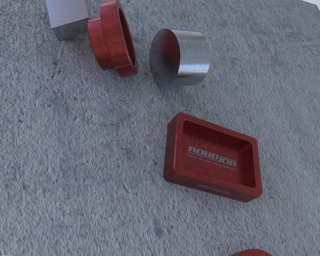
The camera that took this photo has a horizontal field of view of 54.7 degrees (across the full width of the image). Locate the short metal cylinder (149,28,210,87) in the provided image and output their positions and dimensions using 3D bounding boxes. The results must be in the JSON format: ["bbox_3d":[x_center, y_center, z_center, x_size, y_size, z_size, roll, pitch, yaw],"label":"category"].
[{"bbox_3d":[0.026,-0.100,0.446,0.050,0.080,0.080,-6,65,-32],"label":"short metal cylinder"}]

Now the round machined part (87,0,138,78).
[{"bbox_3d":[-0.062,-0.113,0.406,0.042,0.098,0.098,-13,63,5],"label":"round machined part"}]

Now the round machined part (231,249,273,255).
[{"bbox_3d":[0.116,0.186,0.344,0.099,0.042,0.098,14,56,-21],"label":"round machined part"}]

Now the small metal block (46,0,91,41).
[{"bbox_3d":[-0.121,-0.152,0.418,0.050,0.025,0.050,-17,67,-1],"label":"small metal block"}]

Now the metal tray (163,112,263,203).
[{"bbox_3d":[0.073,0.040,0.416,0.131,0.030,0.090,18,55,-18],"label":"metal tray"}]
